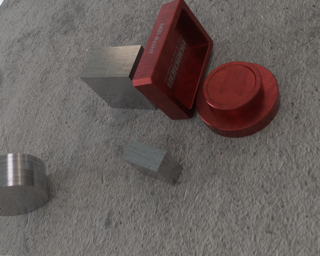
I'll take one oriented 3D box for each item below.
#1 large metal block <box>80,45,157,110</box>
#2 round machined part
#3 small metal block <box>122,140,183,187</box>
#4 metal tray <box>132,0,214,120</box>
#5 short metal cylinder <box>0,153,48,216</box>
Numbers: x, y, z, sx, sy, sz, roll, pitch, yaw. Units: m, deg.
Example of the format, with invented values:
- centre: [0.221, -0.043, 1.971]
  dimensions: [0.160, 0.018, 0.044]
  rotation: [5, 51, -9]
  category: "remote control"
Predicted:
- centre: [-0.049, -0.068, 0.436]
  dimensions: [0.080, 0.080, 0.050]
  rotation: [4, 64, 30]
  category: "large metal block"
- centre: [0.090, -0.041, 0.371]
  dimensions: [0.098, 0.042, 0.098]
  rotation: [-13, 56, 21]
  category: "round machined part"
- centre: [-0.008, 0.042, 0.366]
  dimensions: [0.050, 0.050, 0.025]
  rotation: [15, 70, 34]
  category: "small metal block"
- centre: [0.022, -0.087, 0.400]
  dimensions: [0.030, 0.090, 0.130]
  rotation: [-2, 60, 40]
  category: "metal tray"
- centre: [-0.198, 0.079, 0.424]
  dimensions: [0.080, 0.080, 0.050]
  rotation: [-29, 52, 10]
  category: "short metal cylinder"
